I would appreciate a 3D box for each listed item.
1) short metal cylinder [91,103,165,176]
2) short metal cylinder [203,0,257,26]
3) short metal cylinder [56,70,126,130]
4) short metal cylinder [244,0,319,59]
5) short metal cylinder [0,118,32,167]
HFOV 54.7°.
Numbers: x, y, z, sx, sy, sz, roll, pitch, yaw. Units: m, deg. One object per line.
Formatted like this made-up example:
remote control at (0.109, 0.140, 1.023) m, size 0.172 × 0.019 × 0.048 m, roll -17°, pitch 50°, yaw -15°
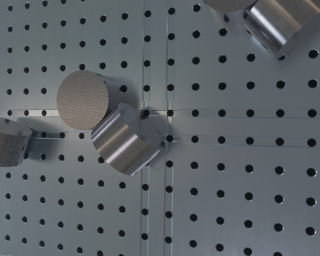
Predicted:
short metal cylinder at (-0.040, 0.014, 0.398) m, size 0.050 × 0.080 × 0.080 m, roll -43°, pitch 77°, yaw 15°
short metal cylinder at (0.089, -0.169, 0.368) m, size 0.080 × 0.050 × 0.079 m, roll 0°, pitch 90°, yaw 20°
short metal cylinder at (-0.095, -0.037, 0.433) m, size 0.080 × 0.050 × 0.079 m, roll 0°, pitch 90°, yaw 20°
short metal cylinder at (0.140, -0.121, 0.334) m, size 0.080 × 0.080 × 0.050 m, roll -41°, pitch 77°, yaw 15°
short metal cylinder at (-0.243, 0.019, 0.469) m, size 0.080 × 0.080 × 0.050 m, roll 24°, pitch 98°, yaw 18°
